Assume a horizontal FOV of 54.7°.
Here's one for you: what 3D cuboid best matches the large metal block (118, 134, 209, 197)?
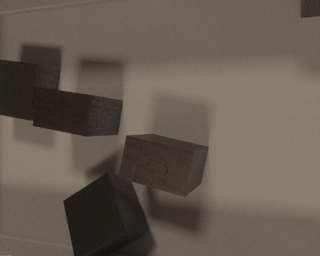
[{"bbox_3d":[0.008,0.041,0.378,0.080,0.080,0.050,13,94,19],"label":"large metal block"}]

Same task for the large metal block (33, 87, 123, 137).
[{"bbox_3d":[-0.107,-0.021,0.418,0.080,0.080,0.050,10,94,19],"label":"large metal block"}]

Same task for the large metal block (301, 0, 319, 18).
[{"bbox_3d":[0.191,-0.154,0.314,0.080,0.080,0.050,1,91,19],"label":"large metal block"}]

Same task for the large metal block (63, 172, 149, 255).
[{"bbox_3d":[-0.073,0.117,0.408,0.080,0.050,0.080,-33,58,16],"label":"large metal block"}]

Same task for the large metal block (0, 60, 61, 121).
[{"bbox_3d":[-0.205,-0.056,0.467,0.080,0.050,0.079,10,93,19],"label":"large metal block"}]
